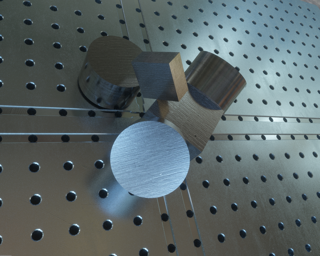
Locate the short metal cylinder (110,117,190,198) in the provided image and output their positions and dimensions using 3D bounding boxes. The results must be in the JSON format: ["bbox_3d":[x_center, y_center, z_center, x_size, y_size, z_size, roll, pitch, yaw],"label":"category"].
[{"bbox_3d":[-0.009,0.029,0.338,0.080,0.050,0.079,0,97,1],"label":"short metal cylinder"}]

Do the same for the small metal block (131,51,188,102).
[{"bbox_3d":[0.001,-0.060,0.361,0.050,0.050,0.025,10,45,31],"label":"small metal block"}]

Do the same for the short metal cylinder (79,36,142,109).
[{"bbox_3d":[-0.059,-0.071,0.400,0.081,0.050,0.080,14,56,-21],"label":"short metal cylinder"}]

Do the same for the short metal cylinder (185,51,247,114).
[{"bbox_3d":[0.073,-0.063,0.437,0.080,0.080,0.050,37,90,-4],"label":"short metal cylinder"}]

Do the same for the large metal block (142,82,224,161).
[{"bbox_3d":[0.025,-0.010,0.404,0.080,0.050,0.080,38,51,-3],"label":"large metal block"}]
